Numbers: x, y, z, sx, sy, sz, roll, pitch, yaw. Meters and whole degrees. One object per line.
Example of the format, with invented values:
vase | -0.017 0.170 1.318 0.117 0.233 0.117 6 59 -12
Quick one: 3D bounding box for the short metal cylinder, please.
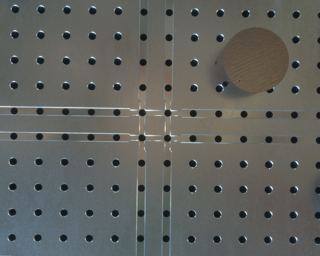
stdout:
short metal cylinder | 0.117 -0.083 0.402 0.081 0.050 0.079 0 90 -1
